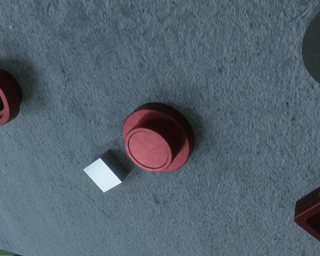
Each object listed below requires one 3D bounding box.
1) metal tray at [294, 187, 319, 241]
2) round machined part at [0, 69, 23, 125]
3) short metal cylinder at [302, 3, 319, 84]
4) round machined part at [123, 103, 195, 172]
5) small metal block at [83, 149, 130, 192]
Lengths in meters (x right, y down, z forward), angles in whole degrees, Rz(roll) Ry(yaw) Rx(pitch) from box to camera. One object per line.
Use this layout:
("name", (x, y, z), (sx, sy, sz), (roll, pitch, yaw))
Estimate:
("metal tray", (0.228, 0.090, 0.339), (0.090, 0.030, 0.129), (38, 129, 2))
("round machined part", (-0.263, -0.056, 0.497), (0.098, 0.042, 0.097), (13, 124, 20))
("short metal cylinder", (0.164, -0.075, 0.258), (0.080, 0.050, 0.079), (13, 124, 20))
("round machined part", (-0.007, 0.019, 0.410), (0.098, 0.042, 0.097), (13, 124, 20))
("small metal block", (-0.085, 0.069, 0.492), (0.050, 0.025, 0.050), (-34, 100, 38))
